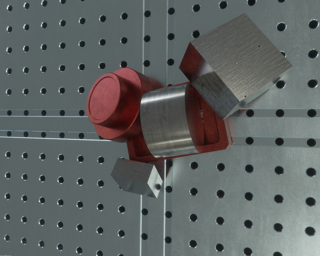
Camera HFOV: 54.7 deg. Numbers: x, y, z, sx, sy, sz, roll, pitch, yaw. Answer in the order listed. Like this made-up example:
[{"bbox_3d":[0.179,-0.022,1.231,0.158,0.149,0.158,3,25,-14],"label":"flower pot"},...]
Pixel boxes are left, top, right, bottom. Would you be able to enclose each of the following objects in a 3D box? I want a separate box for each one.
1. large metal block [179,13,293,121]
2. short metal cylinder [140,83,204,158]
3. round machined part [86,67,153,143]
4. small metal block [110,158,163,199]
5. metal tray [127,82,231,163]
[{"bbox_3d":[0.082,-0.068,0.345,0.080,0.050,0.080,-32,78,-20],"label":"large metal block"},{"bbox_3d":[0.017,-0.008,0.360,0.050,0.080,0.080,-9,87,19],"label":"short metal cylinder"},{"bbox_3d":[-0.058,-0.033,0.400,0.098,0.042,0.098,-16,66,39],"label":"round machined part"},{"bbox_3d":[-0.029,0.066,0.403,0.050,0.050,0.025,8,59,20],"label":"small metal block"},{"bbox_3d":[0.018,-0.007,0.401,0.130,0.030,0.089,-12,86,19],"label":"metal tray"}]
